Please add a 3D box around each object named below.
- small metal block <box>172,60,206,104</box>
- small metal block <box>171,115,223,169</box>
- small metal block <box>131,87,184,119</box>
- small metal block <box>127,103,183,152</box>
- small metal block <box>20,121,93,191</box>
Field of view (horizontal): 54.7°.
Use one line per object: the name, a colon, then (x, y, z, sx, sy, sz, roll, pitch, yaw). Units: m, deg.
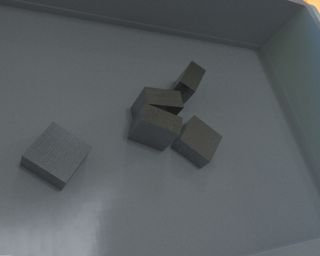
small metal block: (0.036, -0.061, 0.448, 0.025, 0.050, 0.050, 34, 51, -7)
small metal block: (0.051, 0.019, 0.424, 0.050, 0.025, 0.050, 37, 51, -4)
small metal block: (-0.005, -0.027, 0.405, 0.050, 0.050, 0.025, 4, 60, -27)
small metal block: (-0.007, 0.001, 0.387, 0.050, 0.050, 0.025, 21, 54, -16)
small metal block: (-0.109, 0.030, 0.329, 0.050, 0.025, 0.050, 34, 51, -6)
